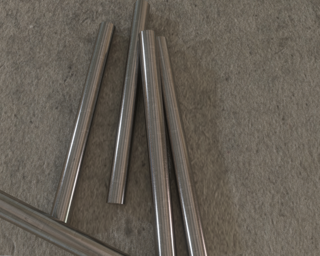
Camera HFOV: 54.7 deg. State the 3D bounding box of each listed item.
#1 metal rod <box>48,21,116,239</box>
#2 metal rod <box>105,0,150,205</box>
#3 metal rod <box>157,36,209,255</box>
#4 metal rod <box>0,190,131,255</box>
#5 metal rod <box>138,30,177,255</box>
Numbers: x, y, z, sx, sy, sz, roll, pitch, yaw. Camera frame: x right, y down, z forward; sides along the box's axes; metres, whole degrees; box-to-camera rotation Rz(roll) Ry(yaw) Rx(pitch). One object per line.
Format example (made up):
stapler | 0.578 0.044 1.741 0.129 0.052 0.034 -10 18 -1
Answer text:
metal rod | -0.099 -0.012 0.411 0.025 0.025 0.299 8 70 2
metal rod | -0.040 -0.048 0.425 0.025 0.025 0.299 5 70 1
metal rod | 0.021 0.012 0.404 0.025 0.025 0.299 -8 70 -3
metal rod | -0.097 0.122 0.338 0.301 0.025 0.025 27 72 -1
metal rod | -0.005 0.013 0.392 0.025 0.025 0.299 -5 74 -2
